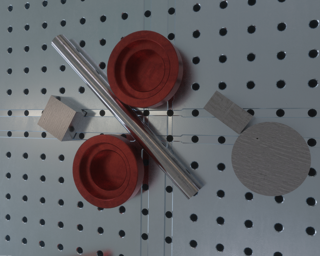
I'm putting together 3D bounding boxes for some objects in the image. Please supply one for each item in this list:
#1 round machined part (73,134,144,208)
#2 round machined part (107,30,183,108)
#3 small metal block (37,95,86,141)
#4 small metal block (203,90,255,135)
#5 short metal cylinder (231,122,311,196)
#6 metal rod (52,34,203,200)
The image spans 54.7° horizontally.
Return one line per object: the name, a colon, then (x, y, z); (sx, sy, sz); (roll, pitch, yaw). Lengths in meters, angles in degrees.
round machined part: (-0.067, 0.057, 0.427); (0.098, 0.042, 0.097); (0, 90, 20)
round machined part: (-0.017, -0.074, 0.409); (0.098, 0.042, 0.097); (0, 90, 20)
small metal block: (-0.148, -0.015, 0.465); (0.050, 0.025, 0.050); (32, 100, 17)
small metal block: (0.084, -0.018, 0.369); (0.050, 0.050, 0.025); (39, 103, 16)
short metal cylinder: (0.126, 0.033, 0.355); (0.080, 0.050, 0.080); (0, 90, 20)
metal rod: (-0.053, -0.023, 0.431); (0.025, 0.025, 0.300); (-46, 76, 14)
